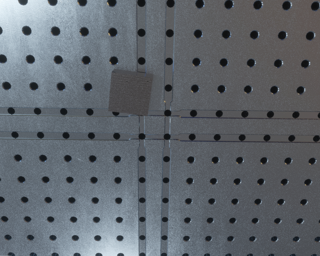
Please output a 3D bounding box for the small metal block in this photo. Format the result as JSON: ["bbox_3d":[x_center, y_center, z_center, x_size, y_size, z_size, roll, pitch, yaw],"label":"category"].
[{"bbox_3d":[-0.037,-0.046,0.396,0.050,0.025,0.050,7,110,-3],"label":"small metal block"}]
